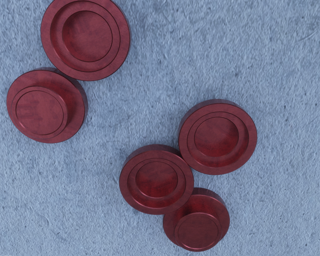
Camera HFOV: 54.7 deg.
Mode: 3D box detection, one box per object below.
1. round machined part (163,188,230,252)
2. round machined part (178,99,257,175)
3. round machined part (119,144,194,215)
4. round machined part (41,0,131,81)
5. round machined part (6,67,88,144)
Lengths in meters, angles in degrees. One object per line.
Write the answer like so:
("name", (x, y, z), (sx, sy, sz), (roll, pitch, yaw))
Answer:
("round machined part", (0.053, 0.140, 0.453), (0.099, 0.042, 0.097), (0, 110, 0))
("round machined part", (0.072, 0.009, 0.404), (0.099, 0.042, 0.097), (0, 110, 0))
("round machined part", (-0.004, 0.066, 0.425), (0.099, 0.042, 0.097), (0, 110, 0))
("round machined part", (-0.082, -0.107, 0.360), (0.099, 0.042, 0.097), (0, 110, 0))
("round machined part", (-0.144, -0.025, 0.390), (0.099, 0.042, 0.097), (0, 110, 0))
